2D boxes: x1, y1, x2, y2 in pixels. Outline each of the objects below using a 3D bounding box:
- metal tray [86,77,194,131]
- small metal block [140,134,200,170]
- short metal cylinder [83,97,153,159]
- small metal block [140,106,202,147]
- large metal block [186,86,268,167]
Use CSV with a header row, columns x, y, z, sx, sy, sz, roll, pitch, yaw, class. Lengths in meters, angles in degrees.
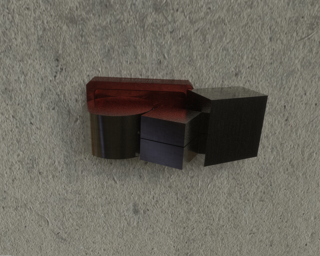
x,y,z,sx,sy,sz,roll,pitch,yaw,class
-0.025,-0.017,0.401,0.131,0.030,0.089,2,110,-1,metal tray
0.012,0.021,0.349,0.050,0.050,0.025,11,111,23,small metal block
-0.048,-0.003,0.366,0.081,0.080,0.050,1,110,-1,short metal cylinder
0.013,-0.004,0.341,0.050,0.050,0.025,11,111,23,small metal block
0.078,-0.005,0.381,0.081,0.050,0.079,-7,113,-26,large metal block
